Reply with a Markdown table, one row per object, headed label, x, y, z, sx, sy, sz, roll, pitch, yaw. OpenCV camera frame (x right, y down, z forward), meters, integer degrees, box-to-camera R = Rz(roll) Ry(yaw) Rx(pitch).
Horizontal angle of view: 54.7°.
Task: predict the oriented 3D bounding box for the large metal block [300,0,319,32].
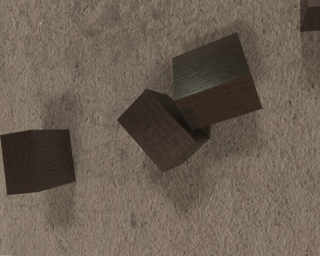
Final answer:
| label | x | y | z | sx | sy | sz | roll | pitch | yaw |
| --- | --- | --- | --- | --- | --- | --- | --- | --- | --- |
| large metal block | 0.190 | -0.137 | 0.313 | 0.080 | 0.080 | 0.050 | 2 | 91 | 19 |

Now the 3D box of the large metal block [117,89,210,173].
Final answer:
| label | x | y | z | sx | sy | sz | roll | pitch | yaw |
| --- | --- | --- | --- | --- | --- | --- | --- | --- | --- |
| large metal block | 0.008 | 0.002 | 0.376 | 0.050 | 0.080 | 0.080 | -45 | 76 | 14 |

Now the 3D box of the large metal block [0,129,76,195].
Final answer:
| label | x | y | z | sx | sy | sz | roll | pitch | yaw |
| --- | --- | --- | --- | --- | --- | --- | --- | --- | --- |
| large metal block | -0.169 | 0.045 | 0.438 | 0.050 | 0.080 | 0.080 | -9 | 87 | 19 |

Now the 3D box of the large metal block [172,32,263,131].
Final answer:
| label | x | y | z | sx | sy | sz | roll | pitch | yaw |
| --- | --- | --- | --- | --- | --- | --- | --- | --- | --- |
| large metal block | 0.062 | -0.053 | 0.352 | 0.080 | 0.050 | 0.080 | -18 | 43 | 18 |
